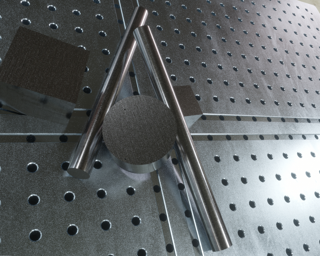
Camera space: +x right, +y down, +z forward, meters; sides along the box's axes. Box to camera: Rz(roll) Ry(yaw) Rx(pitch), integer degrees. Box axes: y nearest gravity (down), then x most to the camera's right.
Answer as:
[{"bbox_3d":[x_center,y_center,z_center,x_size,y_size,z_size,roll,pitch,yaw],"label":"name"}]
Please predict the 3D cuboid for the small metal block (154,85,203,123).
[{"bbox_3d":[0.026,-0.033,0.444,0.050,0.025,0.050,-8,66,-32],"label":"small metal block"}]

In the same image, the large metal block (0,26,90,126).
[{"bbox_3d":[-0.134,-0.058,0.356,0.081,0.050,0.080,17,55,-19],"label":"large metal block"}]

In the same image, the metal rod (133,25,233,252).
[{"bbox_3d":[0.024,0.003,0.396,0.025,0.025,0.299,-12,75,-33],"label":"metal rod"}]

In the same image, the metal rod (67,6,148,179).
[{"bbox_3d":[-0.060,-0.069,0.419,0.025,0.025,0.300,24,53,-14],"label":"metal rod"}]

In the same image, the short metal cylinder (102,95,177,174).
[{"bbox_3d":[-0.023,0.009,0.357,0.081,0.050,0.080,1,71,-2],"label":"short metal cylinder"}]
